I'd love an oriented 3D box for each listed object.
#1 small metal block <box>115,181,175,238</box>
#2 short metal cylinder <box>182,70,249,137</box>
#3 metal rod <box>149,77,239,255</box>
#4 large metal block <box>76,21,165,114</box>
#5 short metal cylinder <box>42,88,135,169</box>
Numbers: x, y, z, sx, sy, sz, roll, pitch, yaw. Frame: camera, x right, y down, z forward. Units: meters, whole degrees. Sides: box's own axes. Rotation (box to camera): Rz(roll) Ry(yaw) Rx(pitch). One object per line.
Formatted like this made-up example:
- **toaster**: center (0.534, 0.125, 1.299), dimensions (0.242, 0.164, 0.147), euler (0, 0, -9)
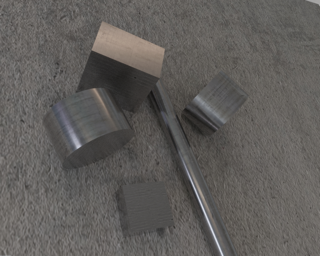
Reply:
- **small metal block**: center (-0.017, 0.088, 0.340), dimensions (0.050, 0.025, 0.050), euler (-1, 62, -29)
- **short metal cylinder**: center (0.076, -0.034, 0.430), dimensions (0.050, 0.080, 0.080), euler (43, 51, 1)
- **metal rod**: center (0.029, 0.030, 0.400), dimensions (0.025, 0.025, 0.299), euler (-9, 66, -32)
- **large metal block**: center (-0.050, -0.071, 0.385), dimensions (0.080, 0.080, 0.050), euler (20, 54, -17)
- **short metal cylinder**: center (-0.074, 0.002, 0.327), dimensions (0.081, 0.080, 0.050), euler (-19, 72, -35)
